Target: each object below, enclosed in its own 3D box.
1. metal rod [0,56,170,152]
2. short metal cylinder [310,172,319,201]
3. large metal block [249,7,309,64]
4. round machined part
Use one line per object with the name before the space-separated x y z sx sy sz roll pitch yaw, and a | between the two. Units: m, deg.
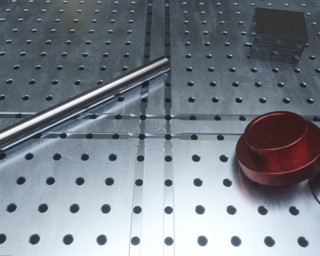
metal rod | -0.112 -0.035 0.435 0.302 0.025 0.025 -30 56 -23
short metal cylinder | 0.220 0.056 0.345 0.081 0.050 0.080 2 51 -2
large metal block | 0.198 -0.158 0.527 0.080 0.050 0.080 9 51 7
round machined part | 0.136 0.017 0.359 0.098 0.042 0.098 -18 32 12
